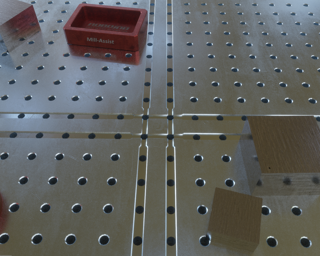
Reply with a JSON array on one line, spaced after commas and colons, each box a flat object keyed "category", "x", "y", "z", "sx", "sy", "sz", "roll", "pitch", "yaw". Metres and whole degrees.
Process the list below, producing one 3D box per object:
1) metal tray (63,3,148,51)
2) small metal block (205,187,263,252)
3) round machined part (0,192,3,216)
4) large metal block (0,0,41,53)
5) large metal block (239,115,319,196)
[{"category": "metal tray", "x": -0.094, "y": -0.183, "z": 0.557, "sx": 0.131, "sy": 0.030, "sz": 0.090, "roll": 8, "pitch": 50, "yaw": 6}, {"category": "small metal block", "x": 0.078, "y": 0.096, "z": 0.327, "sx": 0.050, "sy": 0.025, "sz": 0.050, "roll": 12, "pitch": 51, "yaw": 10}, {"category": "round machined part", "x": -0.225, "y": 0.084, "z": 0.324, "sx": 0.099, "sy": 0.042, "sz": 0.098, "roll": 0, "pitch": 50, "yaw": 0}, {"category": "large metal block", "x": -0.275, "y": -0.185, "z": 0.545, "sx": 0.080, "sy": 0.050, "sz": 0.080, "roll": 22, "pitch": 53, "yaw": 17}, {"category": "large metal block", "x": 0.145, "y": 0.032, "z": 0.366, "sx": 0.081, "sy": 0.050, "sz": 0.080, "roll": 0, "pitch": 50, "yaw": -1}]
